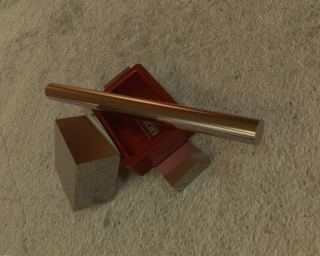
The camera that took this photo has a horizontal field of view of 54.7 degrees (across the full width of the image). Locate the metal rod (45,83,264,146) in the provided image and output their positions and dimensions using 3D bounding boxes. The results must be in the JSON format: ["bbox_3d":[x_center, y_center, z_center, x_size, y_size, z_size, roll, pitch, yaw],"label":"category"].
[{"bbox_3d":[-0.032,-0.024,0.365,0.300,0.025,0.025,13,68,33],"label":"metal rod"}]

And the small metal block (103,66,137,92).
[{"bbox_3d":[-0.050,-0.057,0.465,0.050,0.025,0.050,-39,51,2],"label":"small metal block"}]

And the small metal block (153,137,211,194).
[{"bbox_3d":[0.023,0.040,0.368,0.050,0.025,0.050,-43,51,-2],"label":"small metal block"}]

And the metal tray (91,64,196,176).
[{"bbox_3d":[-0.026,-0.015,0.391,0.090,0.030,0.130,-39,51,1],"label":"metal tray"}]

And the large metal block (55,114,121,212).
[{"bbox_3d":[-0.093,0.041,0.381,0.050,0.079,0.080,-11,43,-30],"label":"large metal block"}]
